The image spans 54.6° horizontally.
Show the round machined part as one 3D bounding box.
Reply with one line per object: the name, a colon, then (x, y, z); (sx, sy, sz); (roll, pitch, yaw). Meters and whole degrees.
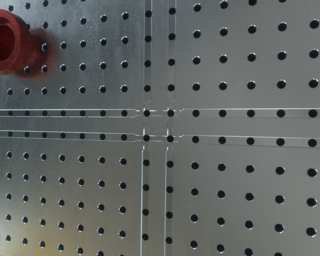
round machined part: (-0.243, -0.132, 0.490); (0.098, 0.042, 0.097); (0, 90, 20)
